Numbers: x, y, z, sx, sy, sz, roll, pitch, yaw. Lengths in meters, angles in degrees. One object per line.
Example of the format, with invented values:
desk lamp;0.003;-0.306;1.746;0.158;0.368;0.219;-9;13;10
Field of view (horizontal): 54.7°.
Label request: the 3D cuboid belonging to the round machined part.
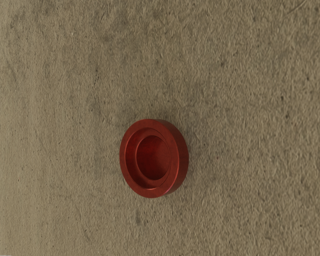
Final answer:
round machined part;-0.003;0.037;0.396;0.098;0.042;0.097;0;90;39
